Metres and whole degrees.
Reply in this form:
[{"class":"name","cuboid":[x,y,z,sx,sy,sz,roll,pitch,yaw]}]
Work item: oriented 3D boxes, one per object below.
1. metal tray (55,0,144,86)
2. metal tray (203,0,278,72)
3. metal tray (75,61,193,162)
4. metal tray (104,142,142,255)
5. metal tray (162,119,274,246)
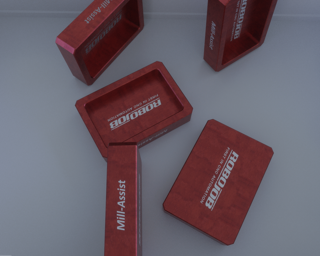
[{"class":"metal tray","cuboid":[-0.074,-0.130,0.421,0.030,0.090,0.130,35,74,12]},{"class":"metal tray","cuboid":[0.105,-0.141,0.404,0.090,0.130,0.030,-32,66,-11]},{"class":"metal tray","cuboid":[-0.034,-0.023,0.414,0.131,0.030,0.090,-28,73,-10]},{"class":"metal tray","cuboid":[-0.037,0.089,0.342,0.030,0.090,0.130,-1,70,0]},{"class":"metal tray","cuboid":[0.072,0.064,0.384,0.090,0.030,0.130,27,72,9]}]
